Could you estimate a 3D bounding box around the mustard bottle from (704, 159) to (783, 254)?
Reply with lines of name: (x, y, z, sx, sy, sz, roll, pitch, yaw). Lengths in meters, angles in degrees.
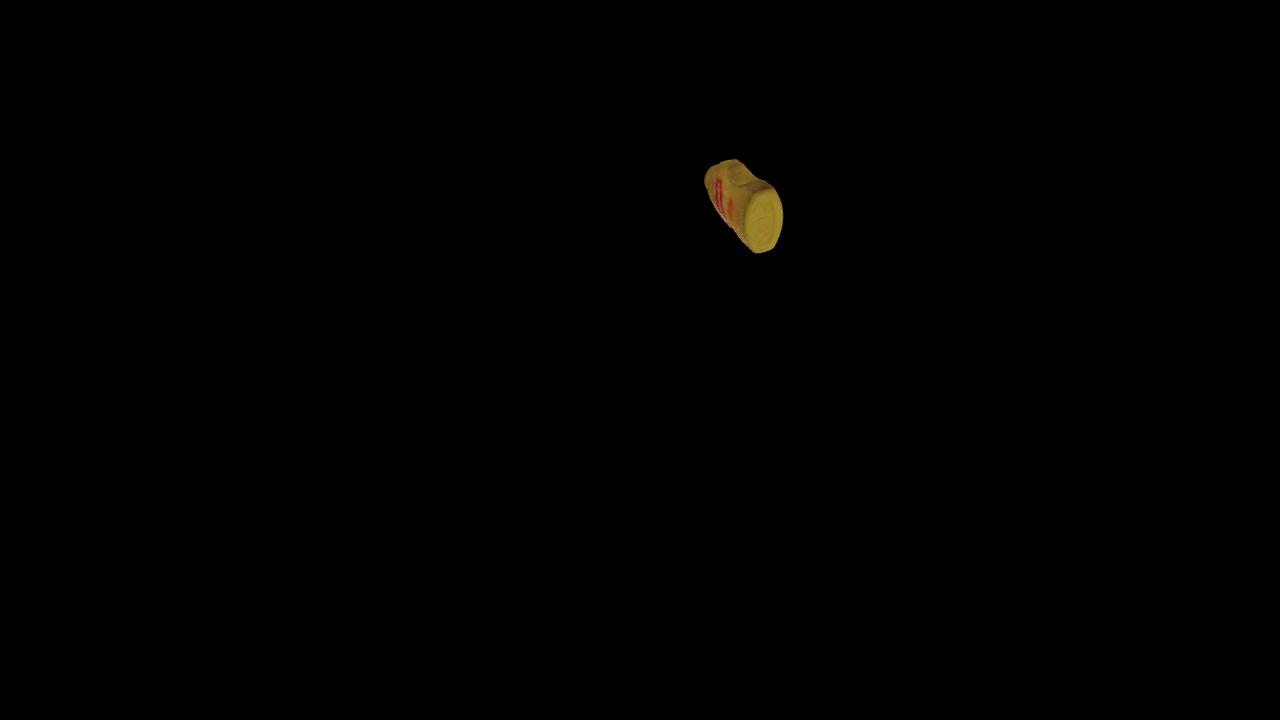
mustard bottle: (0.133, -0.226, 0.845, 0.054, 0.092, 0.184, -20, 40, -5)
